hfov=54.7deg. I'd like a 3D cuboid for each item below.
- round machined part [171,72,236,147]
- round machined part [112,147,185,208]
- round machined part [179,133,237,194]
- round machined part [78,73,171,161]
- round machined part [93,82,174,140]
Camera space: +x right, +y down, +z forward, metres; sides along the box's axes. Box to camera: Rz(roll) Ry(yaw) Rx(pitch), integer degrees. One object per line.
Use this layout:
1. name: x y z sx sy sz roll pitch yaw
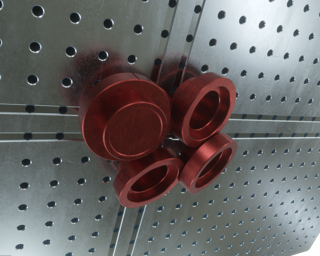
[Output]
1. round machined part: 0.050 -0.027 0.401 0.099 0.042 0.097 -28 136 -30
2. round machined part: -0.019 0.060 0.417 0.099 0.042 0.097 -24 144 -18
3. round machined part: 0.063 0.045 0.449 0.099 0.042 0.097 -35 150 -24
4. round machined part: -0.032 -0.005 0.326 0.099 0.042 0.097 -14 125 -21
5. round machined part: -0.036 -0.016 0.371 0.099 0.042 0.097 -14 125 -21
